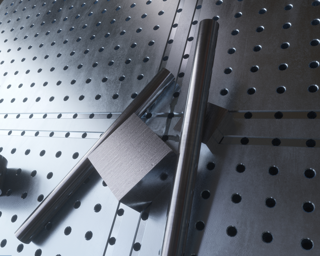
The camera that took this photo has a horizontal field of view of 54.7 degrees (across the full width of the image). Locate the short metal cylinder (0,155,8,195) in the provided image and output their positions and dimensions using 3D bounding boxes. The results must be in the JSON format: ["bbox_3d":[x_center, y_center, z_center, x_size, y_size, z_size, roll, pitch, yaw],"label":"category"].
[{"bbox_3d":[-0.282,0.072,0.474,0.080,0.080,0.050,-17,55,18],"label":"short metal cylinder"}]

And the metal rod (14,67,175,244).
[{"bbox_3d":[-0.085,0.033,0.430,0.300,0.025,0.025,-49,52,-7],"label":"metal rod"}]

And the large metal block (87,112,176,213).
[{"bbox_3d":[-0.028,0.041,0.380,0.080,0.050,0.080,-44,51,-3],"label":"large metal block"}]

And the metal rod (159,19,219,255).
[{"bbox_3d":[0.035,0.011,0.350,0.025,0.025,0.299,2,72,29],"label":"metal rod"}]

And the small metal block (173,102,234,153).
[{"bbox_3d":[0.054,-0.004,0.382,0.050,0.025,0.050,27,76,36],"label":"small metal block"}]
